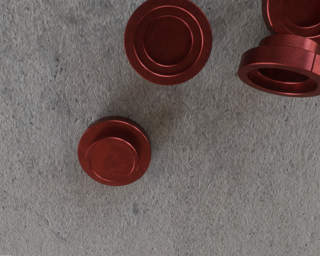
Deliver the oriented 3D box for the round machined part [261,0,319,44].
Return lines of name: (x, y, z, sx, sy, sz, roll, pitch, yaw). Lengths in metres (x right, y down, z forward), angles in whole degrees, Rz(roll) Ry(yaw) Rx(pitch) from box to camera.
round machined part: (0.164, -0.143, 0.349, 0.099, 0.042, 0.097, 0, 110, 0)

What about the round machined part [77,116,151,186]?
round machined part: (-0.061, 0.036, 0.413, 0.099, 0.042, 0.097, 0, 110, 0)

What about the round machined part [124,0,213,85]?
round machined part: (0.009, -0.102, 0.363, 0.099, 0.042, 0.097, 0, 110, 0)

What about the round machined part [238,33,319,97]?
round machined part: (0.142, -0.072, 0.351, 0.099, 0.098, 0.042, 17, 83, -7)
